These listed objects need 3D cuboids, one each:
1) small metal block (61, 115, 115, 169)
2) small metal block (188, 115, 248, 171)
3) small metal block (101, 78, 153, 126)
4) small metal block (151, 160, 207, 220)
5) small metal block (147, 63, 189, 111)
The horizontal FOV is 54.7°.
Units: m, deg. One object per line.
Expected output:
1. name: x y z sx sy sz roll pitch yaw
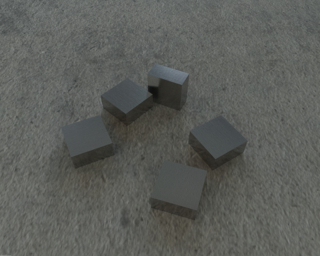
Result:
1. small metal block: -0.090 0.016 0.388 0.050 0.025 0.050 -19 53 -16
2. small metal block: 0.072 0.018 0.389 0.050 0.025 0.050 -26 55 -21
3. small metal block: -0.046 -0.037 0.434 0.050 0.025 0.050 36 58 26
4. small metal block: 0.021 0.068 0.346 0.050 0.025 0.050 14 51 10
5. small metal block: 0.011 -0.057 0.435 0.050 0.050 0.025 20 53 15
